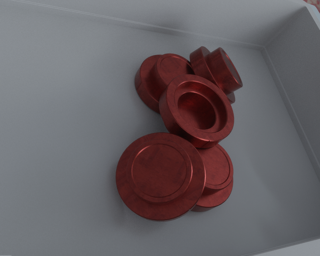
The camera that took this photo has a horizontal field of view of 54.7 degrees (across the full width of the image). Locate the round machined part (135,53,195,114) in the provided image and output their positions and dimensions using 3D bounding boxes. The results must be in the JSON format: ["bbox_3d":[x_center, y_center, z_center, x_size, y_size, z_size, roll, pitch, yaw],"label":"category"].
[{"bbox_3d":[0.017,-0.068,0.444,0.099,0.042,0.098,14,56,-21],"label":"round machined part"}]

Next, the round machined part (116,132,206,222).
[{"bbox_3d":[0.000,0.050,0.337,0.099,0.042,0.098,-1,69,3],"label":"round machined part"}]

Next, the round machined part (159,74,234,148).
[{"bbox_3d":[0.043,-0.018,0.400,0.099,0.042,0.098,14,56,-21],"label":"round machined part"}]

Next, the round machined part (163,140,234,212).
[{"bbox_3d":[0.053,0.052,0.391,0.099,0.042,0.098,14,56,-21],"label":"round machined part"}]

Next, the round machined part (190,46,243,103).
[{"bbox_3d":[0.089,-0.081,0.465,0.098,0.042,0.098,44,29,-32],"label":"round machined part"}]
